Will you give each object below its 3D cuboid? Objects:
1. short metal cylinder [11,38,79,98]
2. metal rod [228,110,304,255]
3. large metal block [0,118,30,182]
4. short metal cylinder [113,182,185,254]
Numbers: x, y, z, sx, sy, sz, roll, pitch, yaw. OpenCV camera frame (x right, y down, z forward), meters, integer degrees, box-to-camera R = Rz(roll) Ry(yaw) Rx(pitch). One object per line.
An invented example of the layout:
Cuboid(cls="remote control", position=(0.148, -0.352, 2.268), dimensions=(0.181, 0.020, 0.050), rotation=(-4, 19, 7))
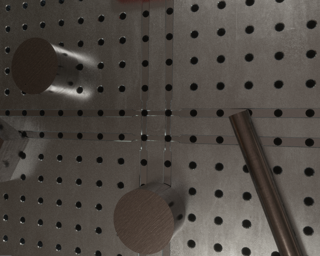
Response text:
Cuboid(cls="short metal cylinder", position=(-0.168, -0.087, 0.457), dimensions=(0.080, 0.050, 0.079), rotation=(0, 90, 19))
Cuboid(cls="metal rod", position=(0.144, 0.123, 0.361), dimensions=(0.025, 0.025, 0.299), rotation=(-21, 83, 18))
Cuboid(cls="large metal block", position=(-0.270, 0.033, 0.492), dimensions=(0.080, 0.050, 0.080), rotation=(32, 100, 17))
Cuboid(cls="short metal cylinder", position=(-0.013, 0.115, 0.403), dimensions=(0.080, 0.050, 0.079), rotation=(0, 90, 19))
